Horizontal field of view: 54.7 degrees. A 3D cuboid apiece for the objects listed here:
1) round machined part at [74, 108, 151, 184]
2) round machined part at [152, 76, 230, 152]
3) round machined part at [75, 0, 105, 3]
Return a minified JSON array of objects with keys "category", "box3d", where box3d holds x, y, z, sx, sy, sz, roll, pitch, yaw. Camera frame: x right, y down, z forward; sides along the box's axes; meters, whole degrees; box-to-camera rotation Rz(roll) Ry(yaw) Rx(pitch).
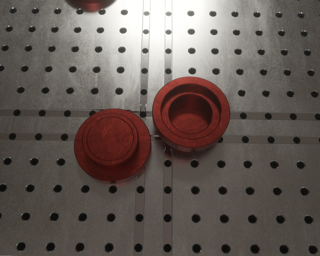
[{"category":"round machined part","box3d":[-0.060,0.019,0.395,0.099,0.042,0.098,0,70,-1]},{"category":"round machined part","box3d":[0.039,-0.015,0.409,0.099,0.042,0.098,0,70,-1]},{"category":"round machined part","box3d":[-0.113,-0.253,0.494,0.099,0.042,0.098,0,70,-1]}]
